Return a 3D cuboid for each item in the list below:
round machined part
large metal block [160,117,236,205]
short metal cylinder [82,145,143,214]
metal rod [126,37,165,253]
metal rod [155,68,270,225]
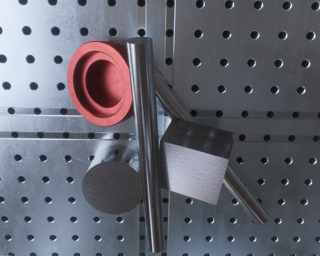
[{"bbox_3d":[-0.060,-0.054,0.369,0.098,0.042,0.097,9,109,28],"label":"round machined part"},{"bbox_3d":[0.044,0.042,0.392,0.080,0.050,0.079,15,129,13],"label":"large metal block"},{"bbox_3d":[-0.061,0.070,0.425,0.081,0.050,0.079,0,110,0],"label":"short metal cylinder"},{"bbox_3d":[-0.012,0.044,0.371,0.025,0.025,0.298,-3,122,1],"label":"metal rod"},{"bbox_3d":[0.061,0.025,0.423,0.025,0.025,0.300,-36,107,12],"label":"metal rod"}]
